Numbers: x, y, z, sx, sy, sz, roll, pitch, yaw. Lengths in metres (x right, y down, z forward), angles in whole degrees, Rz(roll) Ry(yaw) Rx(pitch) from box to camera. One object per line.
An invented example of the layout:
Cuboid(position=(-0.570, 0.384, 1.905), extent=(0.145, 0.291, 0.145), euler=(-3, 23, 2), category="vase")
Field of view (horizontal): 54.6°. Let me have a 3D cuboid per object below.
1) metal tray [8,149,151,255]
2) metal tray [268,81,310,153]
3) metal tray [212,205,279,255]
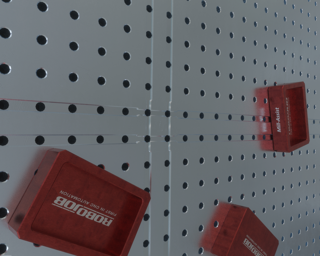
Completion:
Cuboid(position=(-0.079, 0.089, 0.338), extent=(0.130, 0.030, 0.090), euler=(36, 68, -34), category="metal tray")
Cuboid(position=(0.260, -0.024, 0.621), extent=(0.091, 0.030, 0.129), euler=(-14, 99, -39), category="metal tray")
Cuboid(position=(0.150, 0.203, 0.531), extent=(0.130, 0.030, 0.090), euler=(47, 62, -30), category="metal tray")
